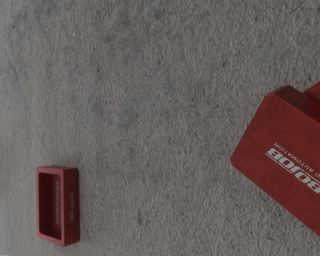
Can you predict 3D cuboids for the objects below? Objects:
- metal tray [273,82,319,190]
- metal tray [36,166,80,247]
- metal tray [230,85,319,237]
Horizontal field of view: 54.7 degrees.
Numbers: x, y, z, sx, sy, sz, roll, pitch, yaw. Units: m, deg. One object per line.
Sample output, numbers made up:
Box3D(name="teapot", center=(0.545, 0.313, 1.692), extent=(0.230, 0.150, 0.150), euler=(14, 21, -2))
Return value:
Box3D(name="metal tray", center=(0.175, -0.010, 0.257), extent=(0.129, 0.030, 0.090), euler=(-40, 66, 32))
Box3D(name="metal tray", center=(-0.184, 0.135, 0.553), extent=(0.090, 0.030, 0.129), euler=(-2, 89, 40))
Box3D(name="metal tray", center=(0.133, 0.035, 0.263), extent=(0.130, 0.030, 0.089), euler=(41, 136, 25))
